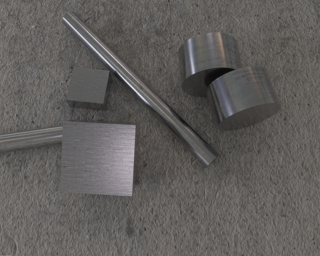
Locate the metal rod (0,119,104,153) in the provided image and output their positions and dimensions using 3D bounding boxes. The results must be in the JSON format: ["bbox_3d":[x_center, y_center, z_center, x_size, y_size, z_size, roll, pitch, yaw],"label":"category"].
[{"bbox_3d":[-0.222,0.023,0.398,0.302,0.025,0.025,-8,70,-3],"label":"metal rod"}]

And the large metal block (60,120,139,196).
[{"bbox_3d":[-0.068,0.032,0.368,0.080,0.050,0.079,3,94,1],"label":"large metal block"}]

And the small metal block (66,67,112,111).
[{"bbox_3d":[-0.096,-0.054,0.427,0.050,0.025,0.050,6,70,2],"label":"small metal block"}]

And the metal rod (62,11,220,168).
[{"bbox_3d":[-0.035,-0.061,0.430,0.025,0.025,0.300,-41,75,-13],"label":"metal rod"}]

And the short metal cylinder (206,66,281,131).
[{"bbox_3d":[0.104,-0.035,0.393,0.081,0.080,0.050,-14,71,-5],"label":"short metal cylinder"}]

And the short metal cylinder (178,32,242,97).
[{"bbox_3d":[0.066,-0.081,0.409,0.081,0.080,0.050,-4,70,-2],"label":"short metal cylinder"}]
